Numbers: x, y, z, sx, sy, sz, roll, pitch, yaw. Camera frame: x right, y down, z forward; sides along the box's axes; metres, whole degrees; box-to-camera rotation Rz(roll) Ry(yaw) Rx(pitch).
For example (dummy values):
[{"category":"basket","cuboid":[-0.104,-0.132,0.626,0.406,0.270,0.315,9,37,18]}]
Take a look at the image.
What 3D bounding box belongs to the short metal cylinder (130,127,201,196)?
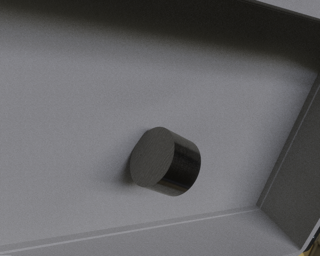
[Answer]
[{"category":"short metal cylinder","cuboid":[0.006,0.044,0.406,0.050,0.080,0.080,28,103,-38]}]
